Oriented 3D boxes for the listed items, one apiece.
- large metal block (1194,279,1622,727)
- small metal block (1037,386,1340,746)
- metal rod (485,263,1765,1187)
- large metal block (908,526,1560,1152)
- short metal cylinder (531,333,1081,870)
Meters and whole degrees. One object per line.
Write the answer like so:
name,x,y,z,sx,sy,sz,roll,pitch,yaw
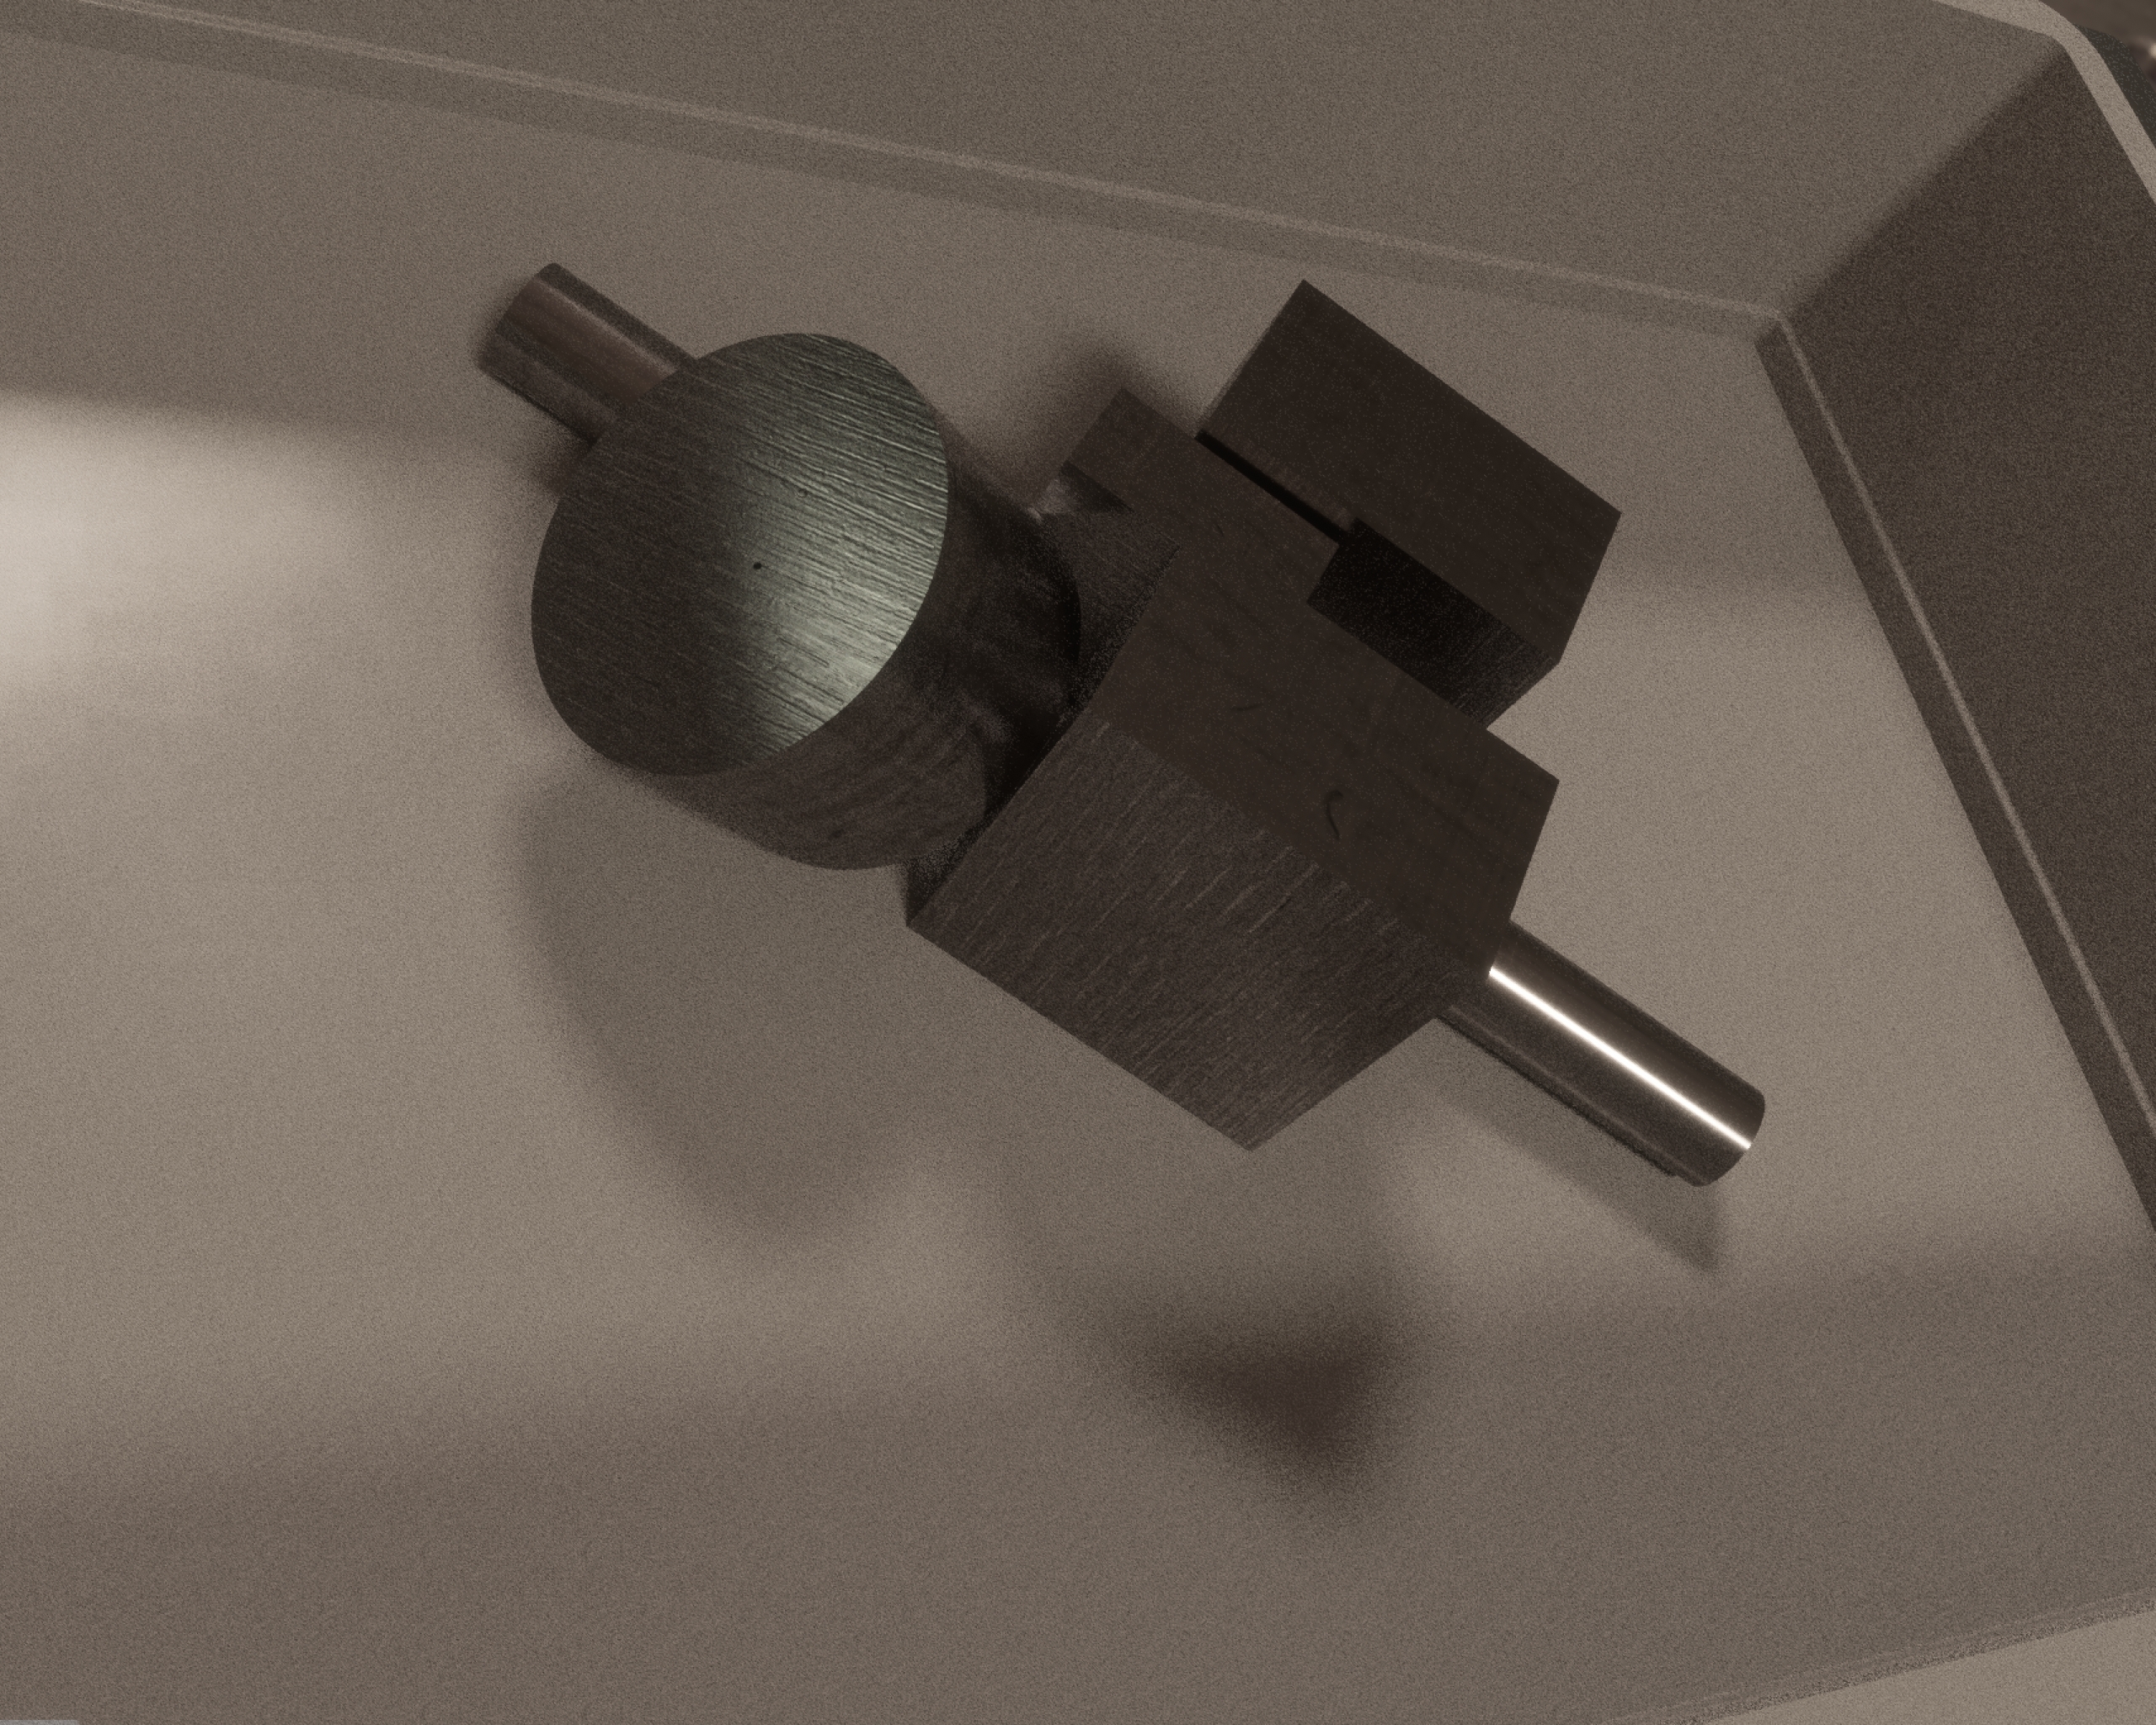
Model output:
large metal block,0.051,-0.058,0.435,0.080,0.080,0.050,35,51,-6
small metal block,0.013,-0.054,0.400,0.050,0.050,0.025,35,51,-5
metal rod,0.014,-0.025,0.429,0.301,0.025,0.025,34,51,-6
large metal block,0.027,-0.001,0.386,0.080,0.080,0.050,34,51,-6
short metal cylinder,-0.047,-0.044,0.364,0.050,0.080,0.080,37,35,-59
